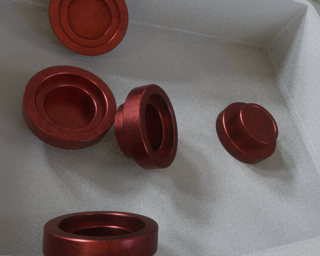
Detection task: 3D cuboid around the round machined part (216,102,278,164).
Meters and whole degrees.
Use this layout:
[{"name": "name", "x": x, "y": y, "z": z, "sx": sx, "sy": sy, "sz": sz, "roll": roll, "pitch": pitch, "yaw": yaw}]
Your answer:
[{"name": "round machined part", "x": 0.137, "y": 0.001, "z": 0.468, "sx": 0.099, "sy": 0.042, "sz": 0.098, "roll": 14, "pitch": 56, "yaw": -21}]

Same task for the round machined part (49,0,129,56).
[{"name": "round machined part", "x": -0.094, "y": -0.147, "z": 0.411, "sx": 0.099, "sy": 0.097, "sz": 0.042, "roll": 17, "pitch": 12, "yaw": -19}]

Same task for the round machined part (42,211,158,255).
[{"name": "round machined part", "x": -0.052, "y": 0.106, "z": 0.274, "sx": 0.099, "sy": 0.098, "sz": 0.042, "roll": 4, "pitch": 87, "yaw": -26}]

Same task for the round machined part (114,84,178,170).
[{"name": "round machined part", "x": -0.018, "y": 0.000, "z": 0.364, "sx": 0.098, "sy": 0.042, "sz": 0.098, "roll": 32, "pitch": 54, "yaw": -58}]

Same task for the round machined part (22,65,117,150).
[{"name": "round machined part", "x": -0.103, "y": -0.019, "z": 0.351, "sx": 0.099, "sy": 0.042, "sz": 0.098, "roll": 14, "pitch": 56, "yaw": -21}]
